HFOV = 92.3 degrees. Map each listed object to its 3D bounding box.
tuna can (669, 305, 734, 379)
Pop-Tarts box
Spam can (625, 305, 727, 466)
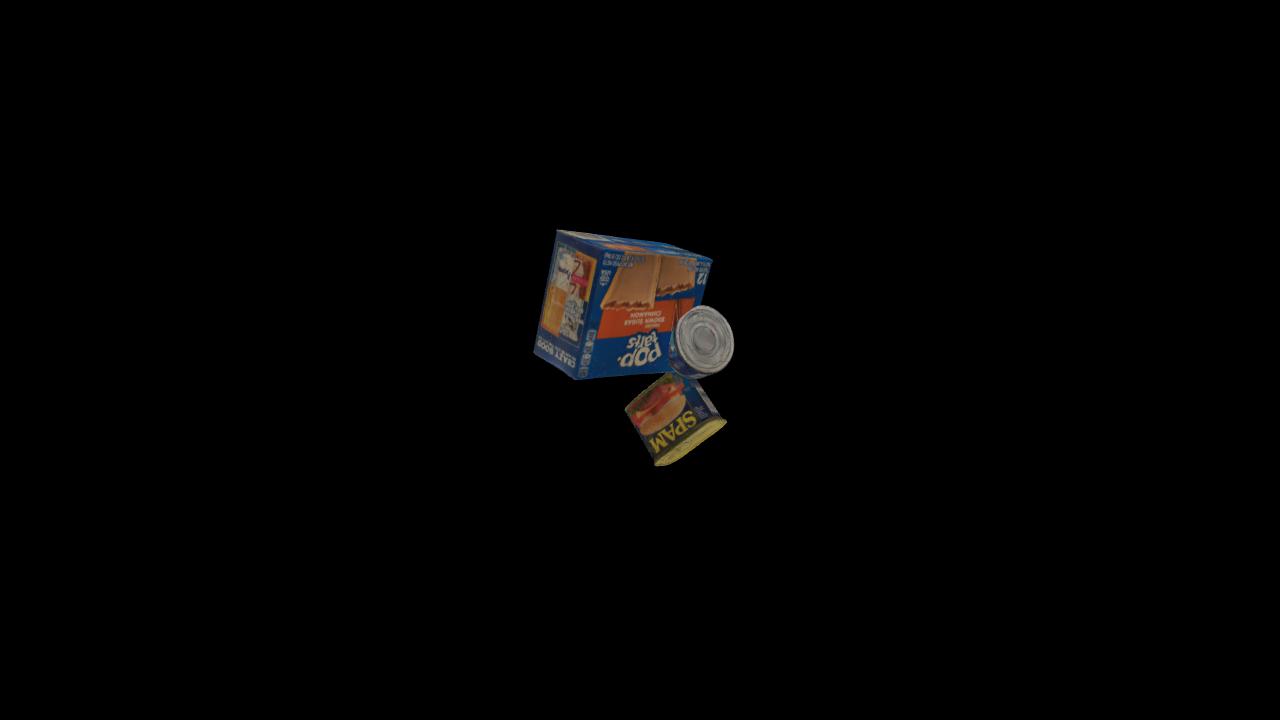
[{"bbox_3d":[0.068,-0.021,0.719,0.084,0.084,0.034,0,-11,-27],"label":"tuna can"},{"bbox_3d":[-0.017,-0.060,0.686,0.167,0.141,0.083,-3,24,-44],"label":"Pop-Tarts box"},{"bbox_3d":[0.042,0.070,0.769,0.101,0.085,0.058,-39,-24,18],"label":"Spam can"}]
